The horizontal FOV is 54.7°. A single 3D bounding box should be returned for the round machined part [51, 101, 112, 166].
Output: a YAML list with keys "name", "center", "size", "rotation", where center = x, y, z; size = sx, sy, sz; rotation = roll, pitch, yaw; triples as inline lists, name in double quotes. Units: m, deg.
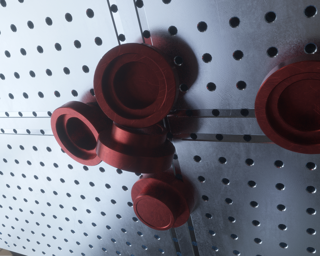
- name: "round machined part"
  center: [-0.108, 0.004, 0.453]
  size: [0.098, 0.042, 0.097]
  rotation: [17, 128, 24]

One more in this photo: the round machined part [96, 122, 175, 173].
- name: "round machined part"
  center: [-0.028, 0.016, 0.391]
  size: [0.098, 0.098, 0.042]
  rotation: [18, 108, 17]

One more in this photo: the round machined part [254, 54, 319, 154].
- name: "round machined part"
  center: [0.148, -0.026, 0.306]
  size: [0.098, 0.042, 0.097]
  rotation: [13, 124, 20]

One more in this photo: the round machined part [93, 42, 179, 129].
- name: "round machined part"
  center: [-0.025, -0.052, 0.369]
  size: [0.098, 0.042, 0.097]
  rotation: [4, 107, 13]

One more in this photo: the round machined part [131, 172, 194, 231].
- name: "round machined part"
  center: [-0.002, 0.117, 0.472]
  size: [0.098, 0.042, 0.097]
  rotation: [13, 124, 20]
